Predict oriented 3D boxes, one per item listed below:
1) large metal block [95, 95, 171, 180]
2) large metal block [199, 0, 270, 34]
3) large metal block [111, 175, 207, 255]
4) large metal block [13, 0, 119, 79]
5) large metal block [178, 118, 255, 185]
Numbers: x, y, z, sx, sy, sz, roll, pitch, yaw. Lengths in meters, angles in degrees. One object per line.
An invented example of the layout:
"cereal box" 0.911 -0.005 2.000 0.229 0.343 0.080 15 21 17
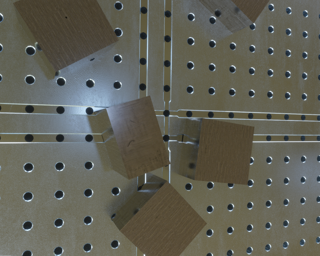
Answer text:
"large metal block" -0.036 0.010 0.371 0.050 0.080 0.080 -19 97 -19
"large metal block" 0.111 -0.198 0.442 0.080 0.050 0.080 39 78 -16
"large metal block" -0.002 0.120 0.400 0.080 0.050 0.080 -45 104 -15
"large metal block" -0.107 -0.115 0.360 0.080 0.050 0.080 -33 101 -17
"large metal block" 0.078 0.032 0.429 0.081 0.050 0.080 9 87 -20
